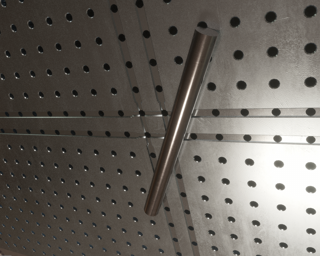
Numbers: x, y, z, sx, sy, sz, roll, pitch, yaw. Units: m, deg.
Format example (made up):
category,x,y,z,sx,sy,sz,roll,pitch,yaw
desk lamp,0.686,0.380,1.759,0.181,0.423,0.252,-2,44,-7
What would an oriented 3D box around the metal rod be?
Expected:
category,x,y,z,sx,sy,sz,roll,pitch,yaw
metal rod,0.018,0.015,0.410,0.025,0.025,0.298,24,127,13
